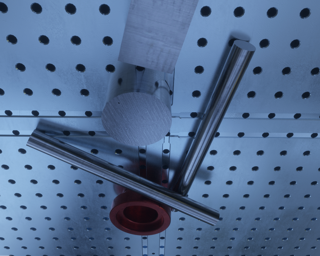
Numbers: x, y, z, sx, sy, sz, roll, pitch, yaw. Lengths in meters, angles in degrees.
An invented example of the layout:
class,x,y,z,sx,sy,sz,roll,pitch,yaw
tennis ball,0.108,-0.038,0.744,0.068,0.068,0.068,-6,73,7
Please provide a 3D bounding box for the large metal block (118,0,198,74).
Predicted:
class,x,y,z,sx,sy,sz,roll,pitch,yaw
large metal block,-0.002,-0.109,0.283,0.050,0.080,0.079,12,129,-11

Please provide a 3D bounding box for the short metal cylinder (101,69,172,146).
class,x,y,z,sx,sy,sz,roll,pitch,yaw
short metal cylinder,-0.027,-0.024,0.375,0.081,0.050,0.079,0,130,0

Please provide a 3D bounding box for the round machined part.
class,x,y,z,sx,sy,sz,roll,pitch,yaw
round machined part,-0.031,0.133,0.510,0.099,0.042,0.097,2,131,3

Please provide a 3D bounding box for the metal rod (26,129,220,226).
class,x,y,z,sx,sy,sz,roll,pitch,yaw
metal rod,-0.044,0.078,0.455,0.301,0.025,0.025,26,125,-14

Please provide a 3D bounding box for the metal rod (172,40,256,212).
class,x,y,z,sx,sy,sz,roll,pitch,yaw
metal rod,0.058,0.021,0.430,0.025,0.025,0.298,10,130,-9
